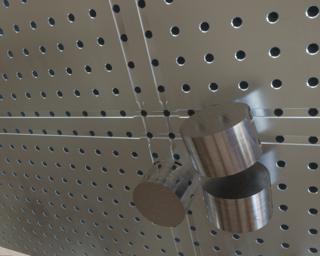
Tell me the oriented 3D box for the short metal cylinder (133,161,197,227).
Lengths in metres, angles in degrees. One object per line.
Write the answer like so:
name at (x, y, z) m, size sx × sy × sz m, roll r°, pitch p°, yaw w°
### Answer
short metal cylinder at (0.008, 0.096, 0.450) m, size 0.080 × 0.050 × 0.079 m, roll 13°, pitch 124°, yaw 21°

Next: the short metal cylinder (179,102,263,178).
short metal cylinder at (0.068, 0.011, 0.347) m, size 0.080 × 0.080 × 0.050 m, roll -10°, pitch 114°, yaw 32°

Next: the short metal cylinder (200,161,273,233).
short metal cylinder at (0.093, 0.079, 0.376) m, size 0.080 × 0.080 × 0.050 m, roll 1°, pitch 119°, yaw 28°
